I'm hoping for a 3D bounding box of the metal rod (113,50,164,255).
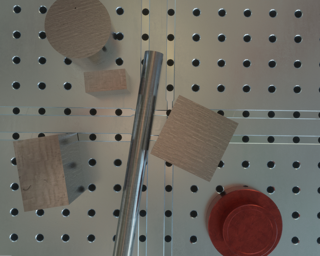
[{"bbox_3d":[-0.031,0.048,0.412,0.025,0.025,0.298,9,90,0],"label":"metal rod"}]

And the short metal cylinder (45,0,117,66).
[{"bbox_3d":[-0.099,-0.124,0.400,0.081,0.050,0.079,0,90,0],"label":"short metal cylinder"}]

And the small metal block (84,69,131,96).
[{"bbox_3d":[-0.066,-0.058,0.400,0.050,0.050,0.025,-5,90,0],"label":"small metal block"}]

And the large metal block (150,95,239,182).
[{"bbox_3d":[0.042,0.013,0.401,0.080,0.050,0.080,26,90,0],"label":"large metal block"}]

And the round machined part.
[{"bbox_3d":[0.113,0.129,0.406,0.099,0.042,0.097,0,90,0],"label":"round machined part"}]

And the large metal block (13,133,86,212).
[{"bbox_3d":[-0.132,0.050,0.385,0.050,0.080,0.080,-9,90,0],"label":"large metal block"}]
